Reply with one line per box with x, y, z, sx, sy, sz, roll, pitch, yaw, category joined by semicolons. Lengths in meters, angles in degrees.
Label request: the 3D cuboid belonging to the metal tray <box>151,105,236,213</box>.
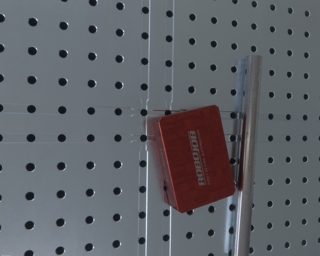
0.047;0.040;0.428;0.091;0.030;0.129;-14;95;-20;metal tray

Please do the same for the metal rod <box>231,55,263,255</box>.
0.129;0.042;0.460;0.025;0.025;0.298;5;88;-20;metal rod
